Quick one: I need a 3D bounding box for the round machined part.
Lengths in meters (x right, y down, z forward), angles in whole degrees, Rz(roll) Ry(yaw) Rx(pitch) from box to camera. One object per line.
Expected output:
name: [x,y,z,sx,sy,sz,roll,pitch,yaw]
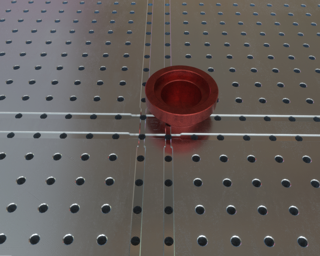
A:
round machined part: [0.029,-0.040,0.431,0.099,0.042,0.098,0,50,0]
